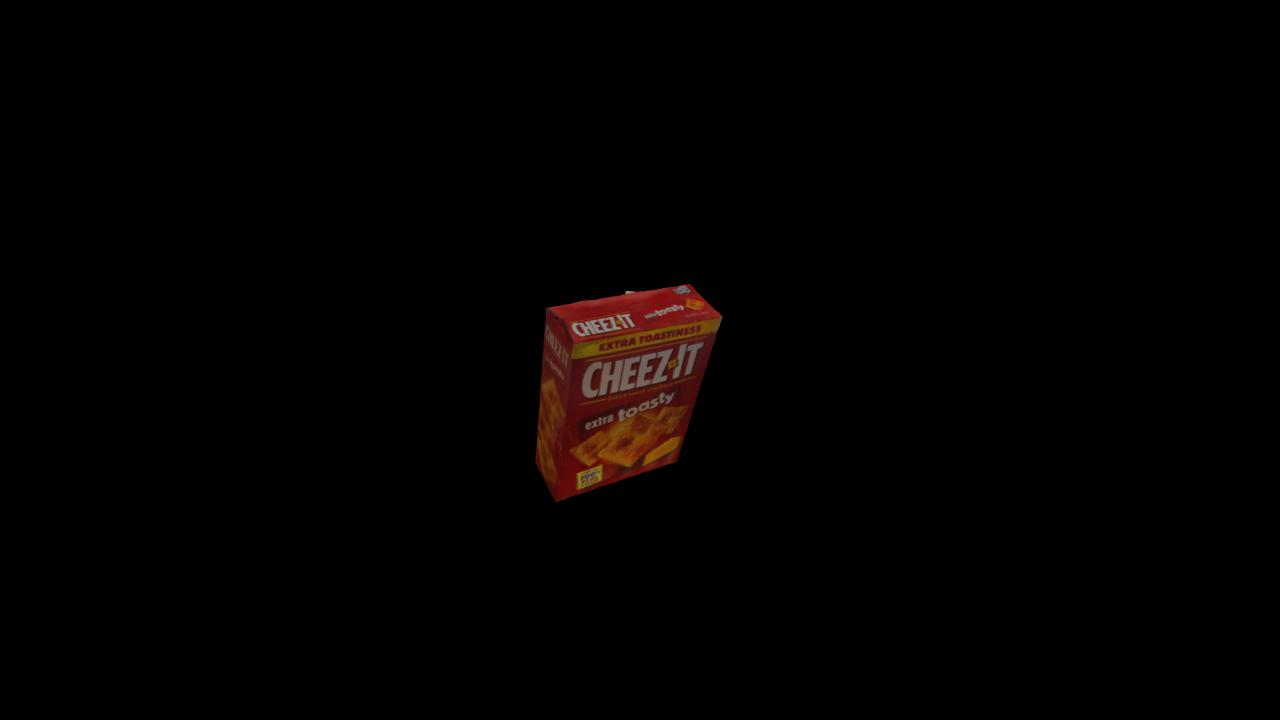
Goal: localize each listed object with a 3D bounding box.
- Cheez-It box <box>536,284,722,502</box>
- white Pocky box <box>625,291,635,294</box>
[{"bbox_3d":[-0.019,0.036,0.656,0.166,0.223,0.071,-13,44,-29],"label":"Cheez-It box"},{"bbox_3d":[-0.025,0.004,0.689,0.028,0.084,0.154,7,-40,-20],"label":"white Pocky box"}]
